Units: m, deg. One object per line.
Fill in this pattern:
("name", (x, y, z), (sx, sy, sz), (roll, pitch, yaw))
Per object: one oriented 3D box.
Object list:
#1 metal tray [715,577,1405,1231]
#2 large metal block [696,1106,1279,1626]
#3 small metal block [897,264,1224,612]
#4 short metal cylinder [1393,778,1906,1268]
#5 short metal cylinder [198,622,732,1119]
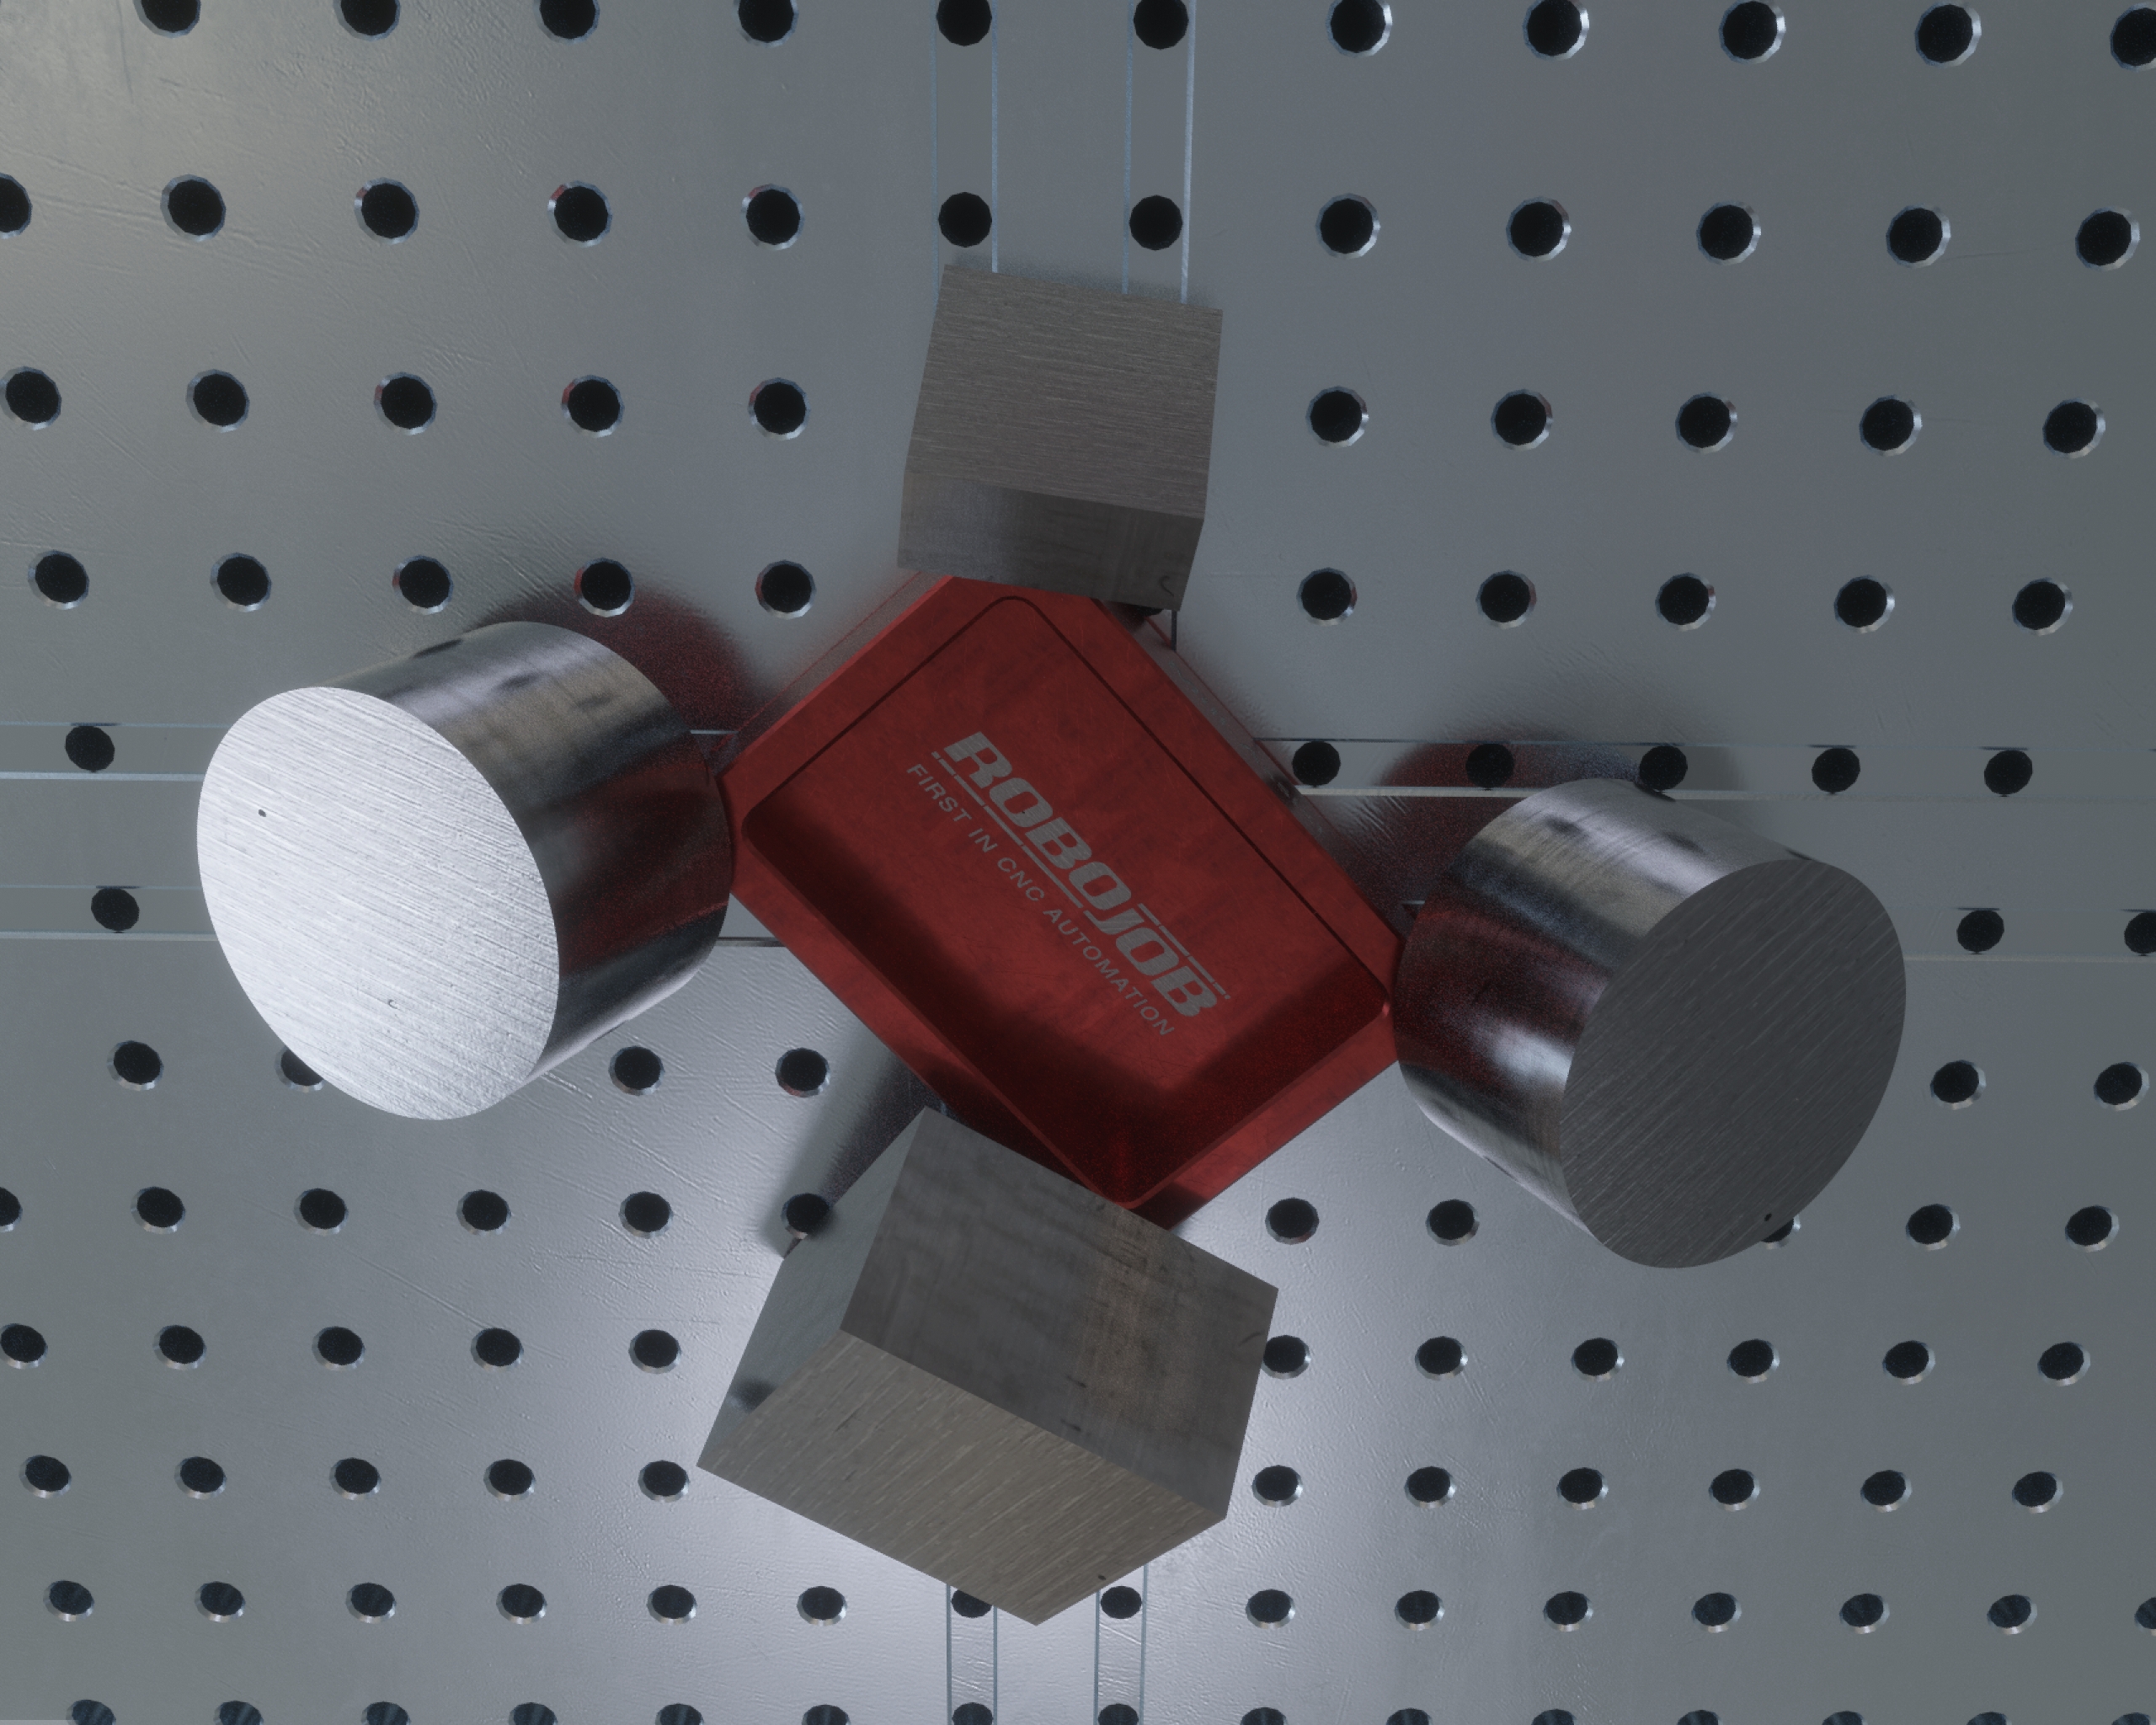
("metal tray", (-0.001, 0.006, 0.412), (0.090, 0.030, 0.130), (-40, 106, 13))
("large metal block", (-0.019, 0.104, 0.420), (0.080, 0.050, 0.080), (29, 138, -11))
("small metal block", (-0.003, -0.075, 0.369), (0.050, 0.050, 0.025), (9, 148, -3))
("short metal cylinder", (0.108, 0.029, 0.395), (0.081, 0.050, 0.079), (-10, 113, -25))
("short metal cylinder", (-0.112, 0.000, 0.383), (0.080, 0.050, 0.079), (9, 113, 24))
